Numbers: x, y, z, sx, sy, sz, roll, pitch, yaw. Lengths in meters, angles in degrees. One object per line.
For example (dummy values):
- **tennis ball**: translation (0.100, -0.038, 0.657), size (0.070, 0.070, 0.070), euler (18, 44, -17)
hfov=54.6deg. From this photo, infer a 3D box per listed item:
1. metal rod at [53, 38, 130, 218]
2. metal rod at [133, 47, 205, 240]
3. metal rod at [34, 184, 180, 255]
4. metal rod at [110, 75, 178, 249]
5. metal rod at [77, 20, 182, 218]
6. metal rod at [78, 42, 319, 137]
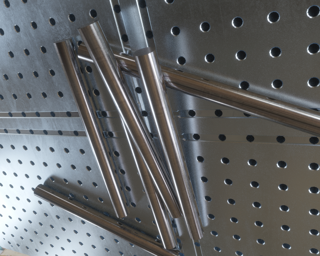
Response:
- **metal rod**: translation (-0.096, 0.016, 0.472), size (0.025, 0.025, 0.298), euler (1, 119, 28)
- **metal rod**: translation (0.020, 0.041, 0.407), size (0.025, 0.025, 0.299), euler (1, 125, 28)
- **metal rod**: translation (-0.106, 0.173, 0.574), size (0.301, 0.025, 0.025), euler (20, 126, 16)
- **metal rod**: translation (-0.020, 0.064, 0.461), size (0.025, 0.025, 0.299), euler (-2, 118, 29)
- **metal rod**: translation (-0.026, 0.008, 0.409), size (0.025, 0.025, 0.299), euler (-6, 122, 31)
- **metal rod**: translation (0.037, -0.051, 0.360), size (0.301, 0.025, 0.025), euler (20, 126, 16)
